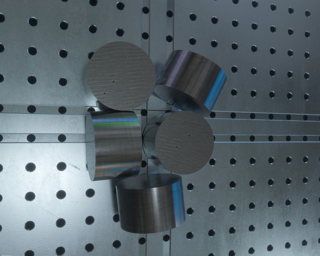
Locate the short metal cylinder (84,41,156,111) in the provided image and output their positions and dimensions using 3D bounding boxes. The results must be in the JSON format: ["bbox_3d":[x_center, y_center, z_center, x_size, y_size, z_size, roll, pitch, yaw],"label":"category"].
[{"bbox_3d":[-0.051,-0.060,0.380,0.081,0.050,0.079,0,90,-19],"label":"short metal cylinder"}]

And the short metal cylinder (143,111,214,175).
[{"bbox_3d":[0.023,0.018,0.408,0.081,0.050,0.079,0,91,-21],"label":"short metal cylinder"}]

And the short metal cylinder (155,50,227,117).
[{"bbox_3d":[0.038,-0.056,0.397,0.080,0.080,0.050,30,80,-18],"label":"short metal cylinder"}]

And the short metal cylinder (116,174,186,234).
[{"bbox_3d":[-0.011,0.089,0.379,0.081,0.080,0.050,-7,93,-20],"label":"short metal cylinder"}]

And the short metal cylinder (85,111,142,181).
[{"bbox_3d":[-0.057,0.020,0.363,0.050,0.080,0.079,-3,91,-21],"label":"short metal cylinder"}]
